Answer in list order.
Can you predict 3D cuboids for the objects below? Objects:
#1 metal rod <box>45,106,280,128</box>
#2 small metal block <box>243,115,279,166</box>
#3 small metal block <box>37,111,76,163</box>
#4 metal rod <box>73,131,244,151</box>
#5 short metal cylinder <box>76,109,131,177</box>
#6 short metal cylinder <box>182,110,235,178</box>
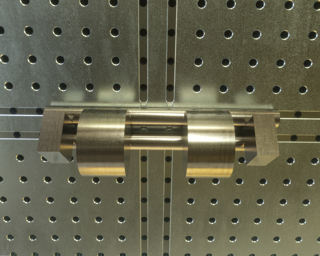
[{"bbox_3d":[0.003,-0.015,0.408,0.302,0.025,0.025,1,110,-1],"label":"metal rod"},{"bbox_3d":[0.123,0.016,0.383,0.025,0.050,0.050,1,69,0],"label":"small metal block"},{"bbox_3d":[-0.125,0.013,0.380,0.025,0.050,0.050,1,68,0],"label":"small metal block"},{"bbox_3d":[0.000,0.018,0.420,0.302,0.025,0.025,1,110,-1],"label":"metal rod"},{"bbox_3d":[-0.063,0.017,0.366,0.050,0.080,0.079,1,110,0],"label":"short metal cylinder"},{"bbox_3d":[0.055,0.019,0.368,0.050,0.080,0.079,1,110,0],"label":"short metal cylinder"}]
